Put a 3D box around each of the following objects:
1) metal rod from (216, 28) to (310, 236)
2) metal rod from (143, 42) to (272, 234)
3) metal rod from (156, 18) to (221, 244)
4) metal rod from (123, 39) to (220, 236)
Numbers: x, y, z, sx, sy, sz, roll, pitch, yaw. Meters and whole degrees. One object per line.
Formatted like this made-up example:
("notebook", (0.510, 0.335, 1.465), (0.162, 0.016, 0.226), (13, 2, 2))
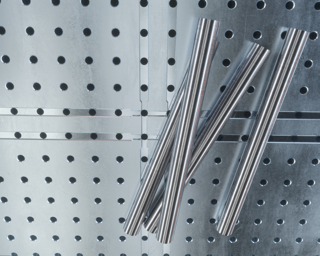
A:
("metal rod", (0.132, 0.019, 0.421), (0.025, 0.025, 0.298), (13, 110, -5))
("metal rod", (0.055, 0.026, 0.423), (0.025, 0.025, 0.298), (26, 108, -9))
("metal rod", (0.030, 0.019, 0.392), (0.025, 0.025, 0.298), (9, 110, -3))
("metal rod", (0.009, 0.023, 0.421), (0.025, 0.025, 0.298), (19, 109, -7))
